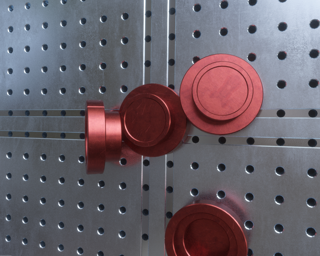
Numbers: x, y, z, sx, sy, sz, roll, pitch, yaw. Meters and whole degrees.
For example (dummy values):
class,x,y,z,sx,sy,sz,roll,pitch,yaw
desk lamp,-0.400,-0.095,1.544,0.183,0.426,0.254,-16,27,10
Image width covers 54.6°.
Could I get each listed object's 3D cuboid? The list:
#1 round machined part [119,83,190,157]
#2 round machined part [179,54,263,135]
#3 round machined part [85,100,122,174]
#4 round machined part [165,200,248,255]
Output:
class,x,y,z,sx,sy,sz,roll,pitch,yaw
round machined part,-0.012,-0.010,0.408,0.098,0.042,0.097,0,90,20
round machined part,0.072,-0.040,0.367,0.098,0.042,0.098,0,86,6
round machined part,-0.076,0.012,0.412,0.042,0.098,0.097,0,90,-16
round machined part,0.059,0.137,0.383,0.098,0.042,0.097,0,90,20
